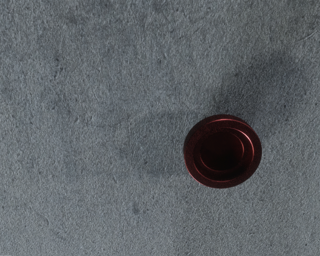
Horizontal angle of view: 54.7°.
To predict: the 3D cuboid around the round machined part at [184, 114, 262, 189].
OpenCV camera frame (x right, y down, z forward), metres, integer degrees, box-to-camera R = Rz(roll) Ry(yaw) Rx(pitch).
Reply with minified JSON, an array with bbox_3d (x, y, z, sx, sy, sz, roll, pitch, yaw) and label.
[{"bbox_3d":[0.080,0.028,0.411,0.099,0.042,0.097,0,110,0],"label":"round machined part"}]
